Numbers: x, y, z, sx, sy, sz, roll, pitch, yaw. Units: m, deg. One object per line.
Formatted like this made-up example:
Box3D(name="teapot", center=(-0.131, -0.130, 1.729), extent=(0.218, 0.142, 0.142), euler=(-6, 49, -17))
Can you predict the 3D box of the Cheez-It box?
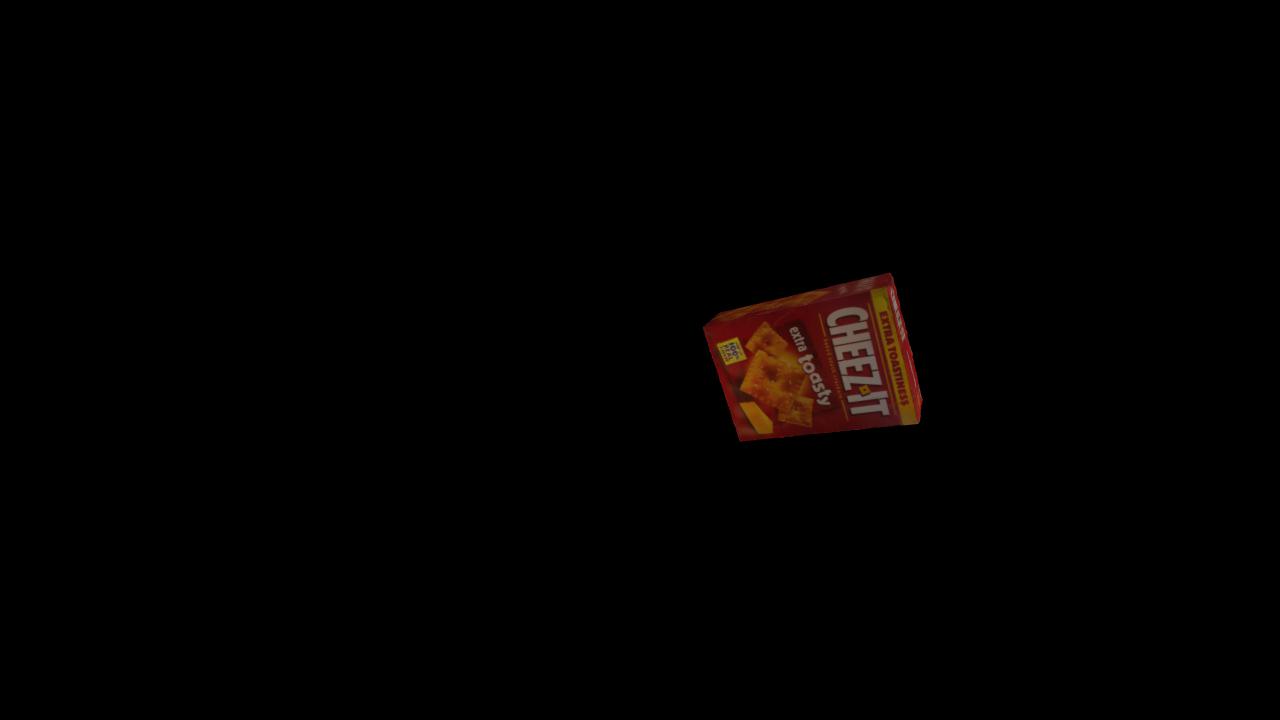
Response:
Box3D(name="Cheez-It box", center=(0.207, 0.005, 0.745), extent=(0.223, 0.166, 0.071), euler=(-11, 17, 30))
